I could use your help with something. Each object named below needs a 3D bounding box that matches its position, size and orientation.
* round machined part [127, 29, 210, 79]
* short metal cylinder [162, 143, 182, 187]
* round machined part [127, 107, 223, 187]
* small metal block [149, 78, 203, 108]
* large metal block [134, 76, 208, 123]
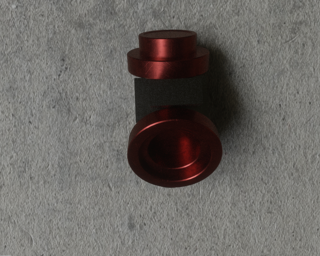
[{"bbox_3d":[0.010,-0.092,0.371,0.099,0.098,0.042,-2,115,-1],"label":"round machined part"},{"bbox_3d":[0.013,0.033,0.400,0.081,0.050,0.079,0,90,-1],"label":"short metal cylinder"},{"bbox_3d":[0.015,0.017,0.337,0.099,0.042,0.097,-1,129,-1],"label":"round machined part"},{"bbox_3d":[0.015,-0.034,0.318,0.050,0.050,0.025,-3,90,0],"label":"small metal block"},{"bbox_3d":[0.012,-0.032,0.383,0.081,0.080,0.050,-2,90,-1],"label":"large metal block"}]
